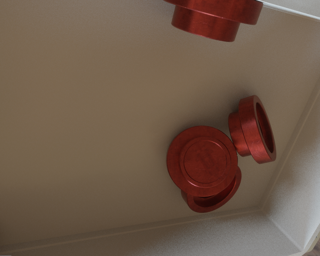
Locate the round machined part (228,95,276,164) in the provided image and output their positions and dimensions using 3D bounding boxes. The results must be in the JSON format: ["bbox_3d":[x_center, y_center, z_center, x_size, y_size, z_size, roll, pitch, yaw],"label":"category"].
[{"bbox_3d":[0.131,0.005,0.448,0.042,0.098,0.098,-18,136,28],"label":"round machined part"}]

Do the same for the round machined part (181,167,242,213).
[{"bbox_3d":[0.076,0.083,0.490,0.099,0.042,0.097,-14,124,-21],"label":"round machined part"}]

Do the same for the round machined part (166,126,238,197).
[{"bbox_3d":[0.059,0.045,0.424,0.099,0.042,0.097,0,87,-3],"label":"round machined part"}]

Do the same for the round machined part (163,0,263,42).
[{"bbox_3d":[0.050,-0.118,0.315,0.099,0.098,0.042,1,118,-29],"label":"round machined part"}]
